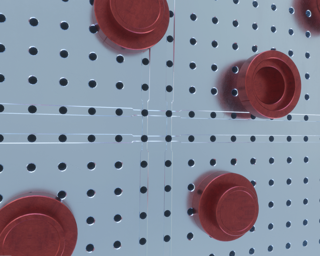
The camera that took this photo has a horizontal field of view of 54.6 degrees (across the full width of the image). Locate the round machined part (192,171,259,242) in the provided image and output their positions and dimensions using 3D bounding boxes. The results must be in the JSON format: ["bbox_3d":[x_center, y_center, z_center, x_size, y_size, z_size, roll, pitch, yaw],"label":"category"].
[{"bbox_3d":[0.099,0.113,0.440,0.099,0.042,0.097,0,90,-20],"label":"round machined part"}]

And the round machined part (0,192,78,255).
[{"bbox_3d":[-0.144,0.125,0.351,0.099,0.042,0.097,0,90,-20],"label":"round machined part"}]

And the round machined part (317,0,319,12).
[{"bbox_3d":[0.303,-0.216,0.514,0.099,0.042,0.097,0,90,-20],"label":"round machined part"}]

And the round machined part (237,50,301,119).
[{"bbox_3d":[0.156,-0.062,0.460,0.099,0.042,0.097,0,90,-20],"label":"round machined part"}]

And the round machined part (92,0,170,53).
[{"bbox_3d":[-0.033,-0.148,0.391,0.099,0.042,0.097,0,90,-20],"label":"round machined part"}]
